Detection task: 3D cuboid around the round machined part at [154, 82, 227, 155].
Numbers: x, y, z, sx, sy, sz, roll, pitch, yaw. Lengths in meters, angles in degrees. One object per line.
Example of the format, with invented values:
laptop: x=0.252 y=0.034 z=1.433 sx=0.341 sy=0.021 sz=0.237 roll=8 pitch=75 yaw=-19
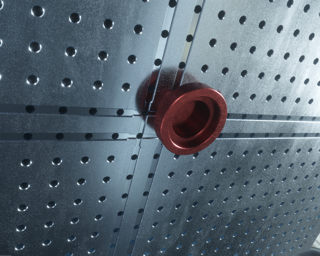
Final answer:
round machined part: x=0.037 y=-0.016 z=0.412 sx=0.099 sy=0.042 sz=0.097 roll=-14 pitch=125 yaw=-21
